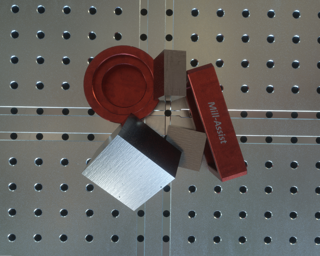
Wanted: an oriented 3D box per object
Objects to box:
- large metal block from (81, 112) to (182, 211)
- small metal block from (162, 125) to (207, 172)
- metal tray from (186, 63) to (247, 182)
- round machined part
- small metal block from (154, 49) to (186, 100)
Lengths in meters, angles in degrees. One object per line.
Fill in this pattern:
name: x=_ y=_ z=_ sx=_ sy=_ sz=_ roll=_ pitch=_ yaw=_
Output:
large metal block: x=-0.033 y=0.042 z=0.378 sx=0.080 sy=0.050 sz=0.080 roll=39 pitch=122 yaw=-11
small metal block: x=0.033 y=0.026 z=0.409 sx=0.050 sy=0.025 sz=0.050 roll=12 pitch=94 yaw=10
metal tray: x=0.063 y=-0.006 z=0.382 sx=0.030 sy=0.090 sz=0.129 roll=-18 pitch=90 yaw=0
round machined part: x=-0.046 y=-0.054 z=0.404 sx=0.099 sy=0.042 sz=0.097 roll=0 pitch=90 yaw=-1
small metal block: x=0.010 y=-0.059 z=0.360 sx=0.025 sy=0.050 sz=0.050 roll=0 pitch=89 yaw=-14
